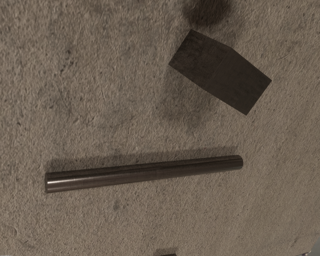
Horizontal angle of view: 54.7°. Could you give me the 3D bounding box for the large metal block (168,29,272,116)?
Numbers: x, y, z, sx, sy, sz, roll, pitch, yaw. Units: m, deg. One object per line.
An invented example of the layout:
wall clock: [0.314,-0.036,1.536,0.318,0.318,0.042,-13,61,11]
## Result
large metal block: [0.070,-0.067,0.370,0.080,0.080,0.050,24,105,-37]

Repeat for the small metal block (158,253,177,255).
small metal block: [0.005,0.264,0.576,0.050,0.025,0.050,7,115,-32]

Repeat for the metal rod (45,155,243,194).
metal rod: [-0.004,0.062,0.444,0.303,0.025,0.025,-2,120,-28]
